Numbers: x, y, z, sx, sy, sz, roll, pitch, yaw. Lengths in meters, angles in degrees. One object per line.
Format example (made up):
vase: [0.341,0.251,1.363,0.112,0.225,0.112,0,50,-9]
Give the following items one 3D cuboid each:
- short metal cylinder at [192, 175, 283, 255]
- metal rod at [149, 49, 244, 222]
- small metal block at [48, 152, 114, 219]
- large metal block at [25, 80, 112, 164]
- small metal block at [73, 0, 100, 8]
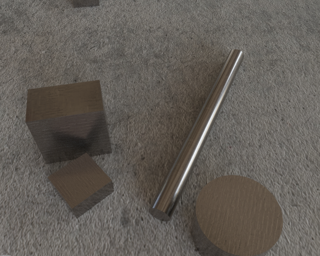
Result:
short metal cylinder: [0.074,0.094,0.309,0.081,0.050,0.080,0,50,0]
metal rod: [0.062,-0.013,0.414,0.025,0.025,0.301,20,52,15]
small metal block: [-0.088,0.064,0.349,0.050,0.025,0.050,-34,58,-26]
large metal block: [-0.105,-0.006,0.371,0.081,0.080,0.050,-9,51,-8]
small metal block: [-0.151,-0.270,0.628,0.050,0.025,0.050,-7,51,-7]
